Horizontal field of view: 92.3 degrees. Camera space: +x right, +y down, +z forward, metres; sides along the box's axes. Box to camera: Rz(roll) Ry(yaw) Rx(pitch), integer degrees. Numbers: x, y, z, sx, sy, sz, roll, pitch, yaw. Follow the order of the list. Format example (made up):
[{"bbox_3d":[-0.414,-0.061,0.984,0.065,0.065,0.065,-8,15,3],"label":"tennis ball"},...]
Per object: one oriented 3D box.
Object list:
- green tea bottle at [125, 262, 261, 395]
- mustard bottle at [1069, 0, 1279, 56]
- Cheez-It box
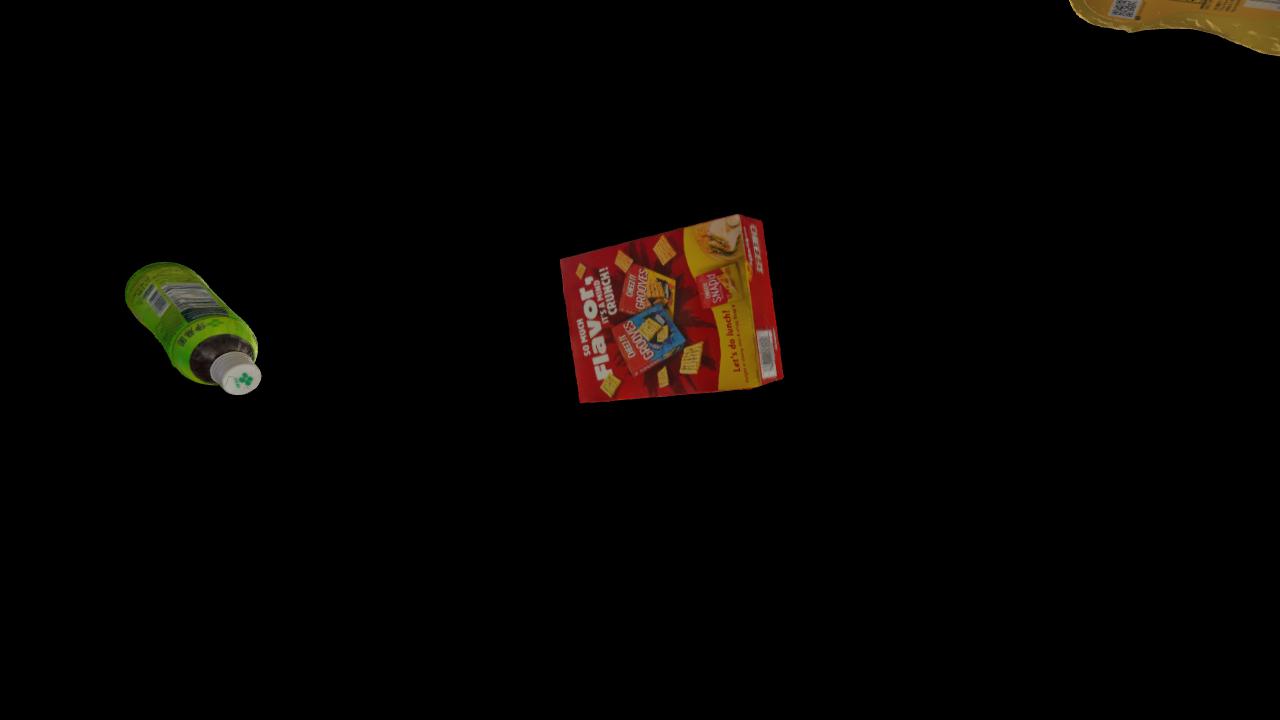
[{"bbox_3d":[-0.416,-0.027,0.579,0.212,0.073,0.073,30,18,34],"label":"green tea bottle"},{"bbox_3d":[0.301,-0.233,0.346,0.184,0.054,0.092,28,-23,27],"label":"mustard bottle"},{"bbox_3d":[0.027,-0.045,0.649,0.223,0.166,0.071,-8,-1,32],"label":"Cheez-It box"}]
